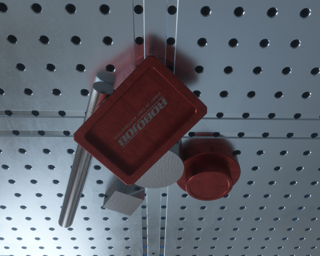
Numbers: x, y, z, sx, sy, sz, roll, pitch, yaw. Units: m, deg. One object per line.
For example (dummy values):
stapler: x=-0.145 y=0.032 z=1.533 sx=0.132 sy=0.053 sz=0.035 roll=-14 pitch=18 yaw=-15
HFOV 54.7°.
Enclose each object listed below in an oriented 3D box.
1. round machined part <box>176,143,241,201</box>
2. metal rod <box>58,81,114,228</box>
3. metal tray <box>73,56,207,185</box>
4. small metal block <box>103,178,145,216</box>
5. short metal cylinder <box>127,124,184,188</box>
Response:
round machined part: x=0.071 y=0.072 z=0.463 sx=0.099 sy=0.042 sz=0.097 roll=-1 pitch=130 yaw=0
metal rod: x=-0.118 y=0.059 z=0.460 sx=0.025 sy=0.025 sz=0.298 roll=15 pitch=129 yaw=-13
metal tray: x=-0.023 y=-0.008 z=0.358 sx=0.090 sy=0.030 sz=0.130 roll=43 pitch=100 yaw=-11
small metal block: x=-0.059 y=0.114 z=0.508 sx=0.050 sy=0.025 sz=0.050 roll=23 pitch=126 yaw=-19
short metal cylinder: x=-0.008 y=0.039 z=0.428 sx=0.081 sy=0.050 sz=0.079 roll=0 pitch=130 yaw=0
